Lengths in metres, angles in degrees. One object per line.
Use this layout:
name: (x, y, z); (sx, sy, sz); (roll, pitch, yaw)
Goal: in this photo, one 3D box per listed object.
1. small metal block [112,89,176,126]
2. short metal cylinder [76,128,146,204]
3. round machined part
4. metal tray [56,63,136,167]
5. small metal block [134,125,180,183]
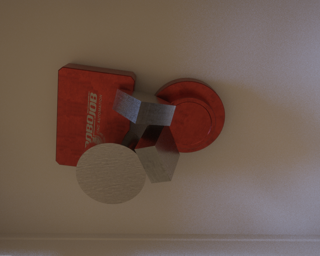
small metal block: (-0.019, -0.024, 0.360); (0.050, 0.050, 0.025); (3, 109, -41)
short metal cylinder: (-0.057, 0.045, 0.380); (0.081, 0.050, 0.079); (0, 110, -1)
round machined part: (0.034, -0.012, 0.396); (0.099, 0.042, 0.097); (0, 110, -1)
metal tray: (-0.083, -0.012, 0.399); (0.091, 0.030, 0.129); (7, 110, -3)
small metal block: (-0.001, 0.029, 0.365); (0.025, 0.050, 0.050); (-12, 118, 24)
